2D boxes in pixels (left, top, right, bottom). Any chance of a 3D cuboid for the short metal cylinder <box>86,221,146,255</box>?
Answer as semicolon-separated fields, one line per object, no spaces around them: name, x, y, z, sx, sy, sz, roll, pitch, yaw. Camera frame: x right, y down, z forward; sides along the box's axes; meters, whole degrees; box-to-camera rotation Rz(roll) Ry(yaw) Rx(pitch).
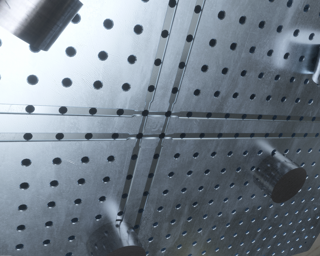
short metal cylinder;-0.068;0.192;0.478;0.081;0.050;0.079;-14;125;-21

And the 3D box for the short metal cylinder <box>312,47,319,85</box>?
short metal cylinder;0.283;-0.095;0.475;0.081;0.080;0.050;-15;125;-21

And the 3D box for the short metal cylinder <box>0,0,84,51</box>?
short metal cylinder;-0.110;-0.108;0.249;0.080;0.080;0.050;34;99;-39

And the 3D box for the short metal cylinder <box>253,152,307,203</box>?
short metal cylinder;0.223;0.093;0.578;0.081;0.050;0.079;-14;125;-21
